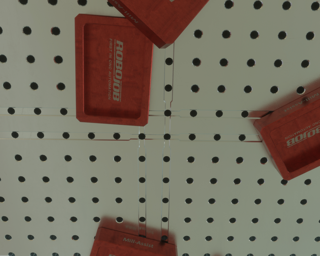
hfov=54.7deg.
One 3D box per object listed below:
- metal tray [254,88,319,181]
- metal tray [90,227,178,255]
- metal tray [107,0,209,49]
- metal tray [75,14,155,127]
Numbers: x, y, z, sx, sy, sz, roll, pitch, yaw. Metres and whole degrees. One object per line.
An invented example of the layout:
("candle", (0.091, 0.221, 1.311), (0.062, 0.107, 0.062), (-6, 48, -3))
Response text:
("metal tray", (0.206, 0.003, 0.414), (0.130, 0.030, 0.090), (-29, 108, 9))
("metal tray", (-0.047, 0.216, 0.489), (0.131, 0.030, 0.089), (16, 109, -7))
("metal tray", (-0.013, -0.162, 0.333), (0.130, 0.030, 0.090), (40, 82, -14))
("metal tray", (-0.056, -0.070, 0.384), (0.091, 0.030, 0.129), (4, 110, -2))
